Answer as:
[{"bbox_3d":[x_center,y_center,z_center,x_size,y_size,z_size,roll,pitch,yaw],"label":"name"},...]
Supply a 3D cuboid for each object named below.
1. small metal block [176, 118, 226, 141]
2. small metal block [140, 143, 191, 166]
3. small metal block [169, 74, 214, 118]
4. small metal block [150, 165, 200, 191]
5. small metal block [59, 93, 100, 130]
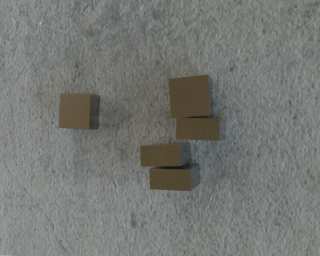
[{"bbox_3d":[0.051,0.001,0.377,0.050,0.050,0.025,2,91,19],"label":"small metal block"},{"bbox_3d":[0.008,0.033,0.392,0.050,0.050,0.025,-3,89,19],"label":"small metal block"},{"bbox_3d":[0.040,-0.039,0.394,0.050,0.025,0.050,-4,89,19],"label":"small metal block"},{"bbox_3d":[0.020,0.061,0.388,0.050,0.050,0.025,-1,90,19],"label":"small metal block"},{"bbox_3d":[-0.117,-0.024,0.449,0.050,0.025,0.050,3,91,19],"label":"small metal block"}]
